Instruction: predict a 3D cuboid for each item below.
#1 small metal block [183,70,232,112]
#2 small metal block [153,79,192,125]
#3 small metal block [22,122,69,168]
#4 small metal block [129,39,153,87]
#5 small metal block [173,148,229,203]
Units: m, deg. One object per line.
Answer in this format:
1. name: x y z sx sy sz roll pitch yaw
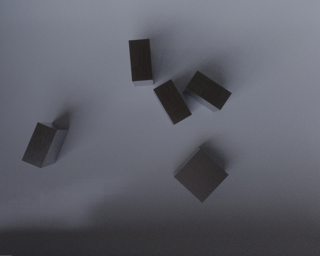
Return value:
1. small metal block: 0.059 -0.046 0.400 0.050 0.050 0.025 33 90 -1
2. small metal block: 0.015 -0.032 0.399 0.025 0.050 0.050 -30 90 0
3. small metal block: -0.145 0.021 0.397 0.025 0.050 0.050 23 90 0
4. small metal block: -0.023 -0.082 0.399 0.025 0.050 0.050 -5 90 0
5. small metal block: 0.053 0.062 0.412 0.050 0.025 0.050 43 90 -1
